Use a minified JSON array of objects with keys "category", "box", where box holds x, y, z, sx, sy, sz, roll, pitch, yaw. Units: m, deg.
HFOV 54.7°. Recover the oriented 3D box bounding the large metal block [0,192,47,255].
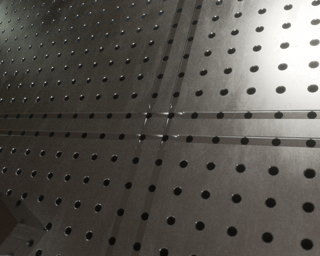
[{"category":"large metal block","box":[-0.214,0.143,0.414,0.080,0.050,0.080,29,77,37]}]
